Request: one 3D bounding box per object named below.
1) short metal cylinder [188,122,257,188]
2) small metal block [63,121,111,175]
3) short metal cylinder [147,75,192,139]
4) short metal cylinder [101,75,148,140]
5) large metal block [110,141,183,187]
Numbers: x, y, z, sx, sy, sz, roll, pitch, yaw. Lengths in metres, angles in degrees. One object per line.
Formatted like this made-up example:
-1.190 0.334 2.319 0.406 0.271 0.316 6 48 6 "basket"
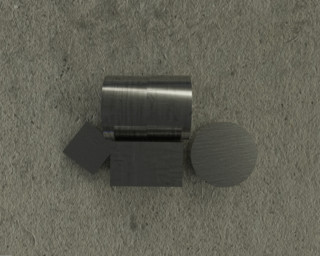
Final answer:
0.077 0.032 0.399 0.081 0.050 0.079 0 90 0 "short metal cylinder"
-0.090 0.026 0.411 0.050 0.025 0.050 38 90 0 "small metal block"
0.010 -0.025 0.384 0.050 0.080 0.079 1 90 0 "short metal cylinder"
-0.040 -0.025 0.384 0.050 0.080 0.079 1 90 0 "short metal cylinder"
-0.015 0.040 0.384 0.081 0.080 0.050 1 90 0 "large metal block"
